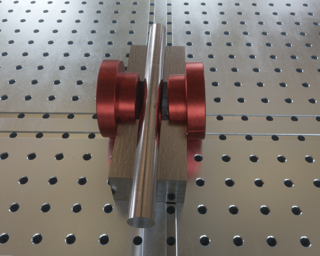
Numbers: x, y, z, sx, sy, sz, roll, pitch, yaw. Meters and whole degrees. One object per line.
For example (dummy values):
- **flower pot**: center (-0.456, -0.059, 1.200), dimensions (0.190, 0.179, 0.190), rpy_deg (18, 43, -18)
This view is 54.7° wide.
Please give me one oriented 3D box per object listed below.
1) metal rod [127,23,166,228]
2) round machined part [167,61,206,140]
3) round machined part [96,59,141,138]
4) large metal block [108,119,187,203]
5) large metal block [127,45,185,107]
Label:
- **metal rod**: center (-0.010, -0.031, 0.369), dimensions (0.025, 0.025, 0.300), rpy_deg (2, 50, 2)
- **round machined part**: center (0.033, -0.033, 0.388), dimensions (0.042, 0.098, 0.098), rpy_deg (-2, 50, 5)
- **round machined part**: center (-0.048, -0.036, 0.389), dimensions (0.042, 0.097, 0.098), rpy_deg (1, 50, 1)
- **large metal block**: center (-0.011, 0.037, 0.360), dimensions (0.080, 0.050, 0.080), rpy_deg (2, 50, 2)
- **large metal block**: center (-0.005, -0.076, 0.455), dimensions (0.080, 0.050, 0.080), rpy_deg (2, 50, 1)
